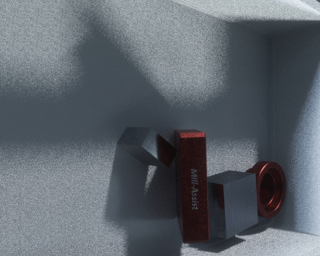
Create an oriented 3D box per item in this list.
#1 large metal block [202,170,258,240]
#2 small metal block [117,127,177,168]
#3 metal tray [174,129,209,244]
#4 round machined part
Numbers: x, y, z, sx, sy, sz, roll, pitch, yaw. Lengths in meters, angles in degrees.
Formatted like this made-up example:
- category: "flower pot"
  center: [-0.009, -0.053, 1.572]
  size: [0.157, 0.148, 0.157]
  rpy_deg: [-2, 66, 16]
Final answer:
- category: "large metal block"
  center: [0.106, 0.115, 0.483]
  size: [0.081, 0.050, 0.079]
  rpy_deg: [-7, 95, -40]
- category: "small metal block"
  center: [-0.016, 0.024, 0.379]
  size: [0.050, 0.050, 0.025]
  rpy_deg: [42, 65, -32]
- category: "metal tray"
  center: [0.039, 0.068, 0.399]
  size: [0.030, 0.090, 0.129]
  rpy_deg: [-2, 92, -2]
- category: "round machined part"
  center: [0.180, 0.107, 0.550]
  size: [0.099, 0.042, 0.097]
  rpy_deg: [0, 90, -40]
